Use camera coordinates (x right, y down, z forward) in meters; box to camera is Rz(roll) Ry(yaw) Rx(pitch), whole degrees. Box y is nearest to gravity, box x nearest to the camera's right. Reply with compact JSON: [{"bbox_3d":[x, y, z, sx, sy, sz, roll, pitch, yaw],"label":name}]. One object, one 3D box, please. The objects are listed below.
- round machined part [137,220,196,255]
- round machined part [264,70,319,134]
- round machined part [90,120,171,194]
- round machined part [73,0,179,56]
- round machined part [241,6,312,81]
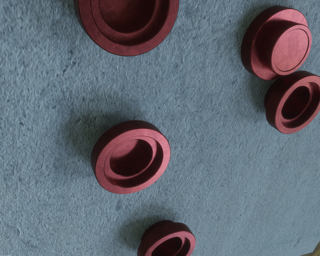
[{"bbox_3d":[0.007,0.195,0.520,0.099,0.042,0.097,-14,124,-21],"label":"round machined part"},{"bbox_3d":[0.202,-0.043,0.479,0.099,0.042,0.097,-14,124,-21],"label":"round machined part"},{"bbox_3d":[-0.040,0.033,0.394,0.099,0.042,0.097,-14,124,-21],"label":"round machined part"},{"bbox_3d":[-0.034,-0.123,0.301,0.099,0.042,0.097,-14,124,-21],"label":"round machined part"},{"bbox_3d":[0.162,-0.110,0.416,0.099,0.042,0.097,-14,124,-21],"label":"round machined part"}]
